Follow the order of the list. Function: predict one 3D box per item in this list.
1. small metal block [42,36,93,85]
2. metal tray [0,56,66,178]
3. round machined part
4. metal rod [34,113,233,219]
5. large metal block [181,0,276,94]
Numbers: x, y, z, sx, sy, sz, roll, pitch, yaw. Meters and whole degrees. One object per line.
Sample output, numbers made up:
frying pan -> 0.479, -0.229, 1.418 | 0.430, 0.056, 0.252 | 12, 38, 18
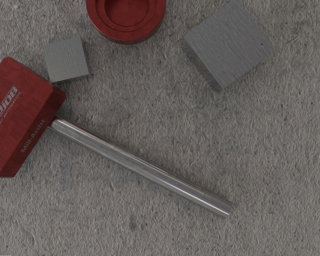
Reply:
small metal block -> -0.121, -0.088, 0.409 | 0.050, 0.025, 0.050 | -13, 90, 0
metal tray -> -0.191, -0.013, 0.392 | 0.090, 0.030, 0.130 | 33, 90, 18
round machined part -> -0.042, -0.156, 0.401 | 0.099, 0.042, 0.097 | 0, 90, 0
metal rod -> -0.044, 0.040, 0.409 | 0.301, 0.025, 0.025 | 27, 90, 0
large metal block -> 0.084, -0.102, 0.398 | 0.080, 0.050, 0.080 | -37, 90, 0
